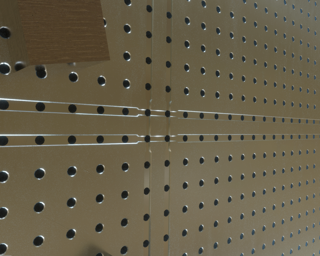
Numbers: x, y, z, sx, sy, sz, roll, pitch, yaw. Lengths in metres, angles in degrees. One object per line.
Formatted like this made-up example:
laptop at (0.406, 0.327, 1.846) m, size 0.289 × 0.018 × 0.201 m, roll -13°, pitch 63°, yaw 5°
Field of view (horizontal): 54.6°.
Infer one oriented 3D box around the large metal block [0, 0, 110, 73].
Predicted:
large metal block at (-0.103, -0.101, 0.306) m, size 0.081 × 0.050 × 0.080 m, roll -14°, pitch 99°, yaw -39°

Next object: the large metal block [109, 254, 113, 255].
large metal block at (-0.049, 0.208, 0.352) m, size 0.080 × 0.050 × 0.080 m, roll -48°, pitch 119°, yaw -29°
